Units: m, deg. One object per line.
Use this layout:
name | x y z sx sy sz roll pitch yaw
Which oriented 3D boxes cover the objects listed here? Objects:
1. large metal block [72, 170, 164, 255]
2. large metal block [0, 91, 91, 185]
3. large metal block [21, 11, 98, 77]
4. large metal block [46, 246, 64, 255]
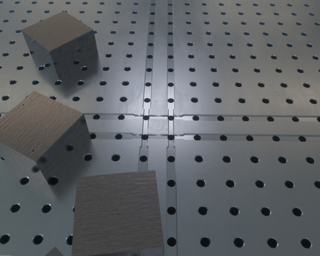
large metal block | -0.040 0.093 0.313 0.080 0.050 0.080 -5 50 -4
large metal block | -0.147 0.010 0.383 0.080 0.050 0.080 24 54 18
large metal block | -0.162 -0.139 0.508 0.080 0.050 0.080 37 59 27
large metal block | -0.069 0.153 0.244 0.080 0.080 0.050 35 58 25
